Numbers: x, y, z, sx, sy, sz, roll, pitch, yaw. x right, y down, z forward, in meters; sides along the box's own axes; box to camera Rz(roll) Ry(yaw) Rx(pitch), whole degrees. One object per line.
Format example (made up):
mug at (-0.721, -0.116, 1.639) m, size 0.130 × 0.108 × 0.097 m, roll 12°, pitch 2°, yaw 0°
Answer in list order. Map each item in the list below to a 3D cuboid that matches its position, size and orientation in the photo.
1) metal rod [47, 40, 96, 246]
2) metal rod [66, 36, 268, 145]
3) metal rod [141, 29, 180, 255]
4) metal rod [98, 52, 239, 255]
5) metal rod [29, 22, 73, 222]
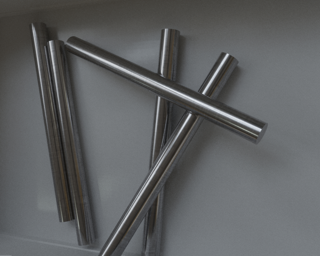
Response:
metal rod at (-0.131, 0.019, 0.456) m, size 0.025 × 0.025 × 0.298 m, roll -11°, pitch 86°, yaw 19°
metal rod at (-0.012, -0.058, 0.388) m, size 0.300 × 0.025 × 0.025 m, roll 29°, pitch 100°, yaw 27°
metal rod at (0.000, 0.022, 0.410) m, size 0.025 × 0.025 × 0.298 m, roll 6°, pitch 92°, yaw 20°
metal rod at (0.008, 0.042, 0.384) m, size 0.025 × 0.025 × 0.299 m, roll 32°, pitch 92°, yaw 17°
metal rod at (-0.162, -0.011, 0.467) m, size 0.025 × 0.025 × 0.298 m, roll -11°, pitch 86°, yaw 19°
